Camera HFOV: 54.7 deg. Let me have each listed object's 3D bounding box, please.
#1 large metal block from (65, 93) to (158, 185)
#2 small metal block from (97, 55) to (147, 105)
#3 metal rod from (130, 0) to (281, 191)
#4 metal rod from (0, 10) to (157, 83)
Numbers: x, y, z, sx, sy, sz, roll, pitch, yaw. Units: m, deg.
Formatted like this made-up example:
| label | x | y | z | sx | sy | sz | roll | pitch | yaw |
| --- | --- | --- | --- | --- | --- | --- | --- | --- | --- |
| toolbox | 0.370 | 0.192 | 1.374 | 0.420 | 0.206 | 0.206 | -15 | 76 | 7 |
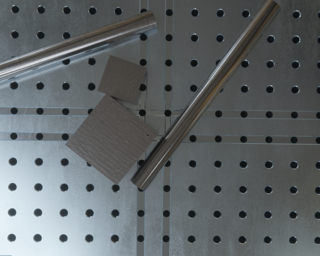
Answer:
| label | x | y | z | sx | sy | sz | roll | pitch | yaw |
| --- | --- | --- | --- | --- | --- | --- | --- | --- | --- |
| large metal block | -0.059 | 0.014 | 0.400 | 0.080 | 0.050 | 0.080 | 38 | 90 | -1 |
| small metal block | -0.049 | -0.063 | 0.413 | 0.050 | 0.025 | 0.050 | 19 | 90 | -1 |
| metal rod | 0.061 | -0.044 | 0.414 | 0.025 | 0.025 | 0.299 | 37 | 90 | -1 |
| metal rod | -0.150 | -0.095 | 0.411 | 0.302 | 0.025 | 0.025 | -19 | 90 | -1 |
